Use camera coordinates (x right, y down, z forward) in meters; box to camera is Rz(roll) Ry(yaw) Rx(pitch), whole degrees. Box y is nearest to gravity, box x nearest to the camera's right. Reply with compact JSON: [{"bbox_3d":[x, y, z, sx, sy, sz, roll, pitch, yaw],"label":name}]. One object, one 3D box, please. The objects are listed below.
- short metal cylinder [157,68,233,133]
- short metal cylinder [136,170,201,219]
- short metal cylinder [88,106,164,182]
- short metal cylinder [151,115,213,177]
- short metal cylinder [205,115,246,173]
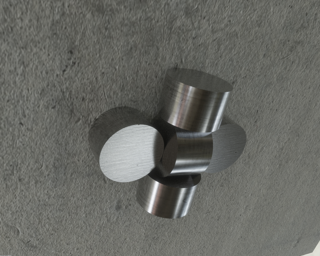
[{"bbox_3d":[0.041,-0.036,0.373,0.081,0.080,0.050,0,119,-28],"label":"short metal cylinder"},{"bbox_3d":[0.011,0.078,0.428,0.081,0.080,0.050,0,118,-28],"label":"short metal cylinder"},{"bbox_3d":[-0.042,0.019,0.381,0.081,0.050,0.079,-14,124,-22],"label":"short metal cylinder"},{"bbox_3d":[0.023,0.022,0.399,0.050,0.080,0.079,0,118,-29],"label":"short metal cylinder"},{"bbox_3d":[0.075,0.017,0.443,0.081,0.050,0.079,-14,125,-21],"label":"short metal cylinder"}]
